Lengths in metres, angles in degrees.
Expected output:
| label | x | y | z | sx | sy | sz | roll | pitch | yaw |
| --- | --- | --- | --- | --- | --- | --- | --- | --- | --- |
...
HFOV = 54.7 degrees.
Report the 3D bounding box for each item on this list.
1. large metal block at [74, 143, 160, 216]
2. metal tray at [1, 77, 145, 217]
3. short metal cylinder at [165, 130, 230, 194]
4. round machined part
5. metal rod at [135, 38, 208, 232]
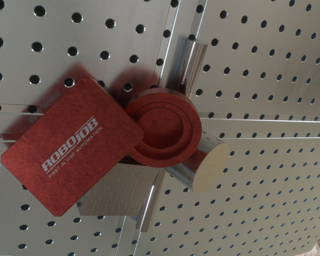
| label | x | y | z | sx | sy | sz | roll | pitch | yaw |
| --- | --- | --- | --- | --- | --- | --- | --- | --- | --- |
| large metal block | -0.059 | 0.066 | 0.404 | 0.081 | 0.050 | 0.079 | 11 | 113 | -33 |
| metal tray | -0.092 | 0.020 | 0.338 | 0.130 | 0.030 | 0.090 | -44 | 91 | 2 |
| short metal cylinder | 0.054 | 0.045 | 0.435 | 0.081 | 0.050 | 0.079 | -31 | 138 | -33 |
| round machined part | 0.000 | -0.003 | 0.382 | 0.099 | 0.042 | 0.097 | 0 | 115 | 0 |
| metal rod | 0.009 | 0.027 | 0.434 | 0.025 | 0.025 | 0.298 | 1 | 118 | -29 |
